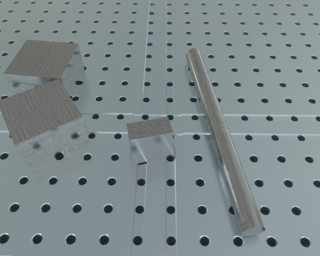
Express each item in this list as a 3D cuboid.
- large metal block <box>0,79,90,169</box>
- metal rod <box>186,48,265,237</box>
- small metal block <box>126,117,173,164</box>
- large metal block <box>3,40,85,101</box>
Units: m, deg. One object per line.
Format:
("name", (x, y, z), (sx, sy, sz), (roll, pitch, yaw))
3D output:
("large metal block", (-0.148, -0.007, 0.396), (0.081, 0.050, 0.080), (-26, 55, -20))
("metal rod", (0.075, -0.007, 0.413), (0.025, 0.025, 0.300), (-6, 50, -5))
("small metal block", (-0.012, 0.016, 0.378), (0.050, 0.050, 0.025), (-10, 51, -8))
("large metal block", (-0.167, -0.084, 0.461), (0.080, 0.050, 0.080), (6, 50, 4))
